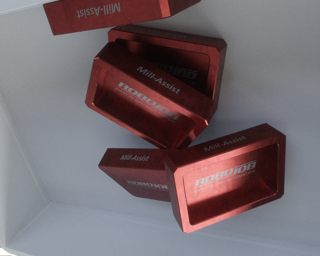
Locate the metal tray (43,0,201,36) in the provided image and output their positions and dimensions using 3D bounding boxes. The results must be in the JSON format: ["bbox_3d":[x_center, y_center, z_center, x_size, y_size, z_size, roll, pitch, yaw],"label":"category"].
[{"bbox_3d":[-0.036,-0.124,0.307,0.130,0.090,0.030,1,119,27],"label":"metal tray"}]

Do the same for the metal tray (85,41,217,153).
[{"bbox_3d":[-0.015,-0.027,0.346,0.130,0.030,0.090,30,145,-2],"label":"metal tray"}]

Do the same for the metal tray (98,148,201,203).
[{"bbox_3d":[-0.008,0.064,0.413,0.130,0.030,0.090,-2,141,40],"label":"metal tray"}]

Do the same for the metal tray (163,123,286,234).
[{"bbox_3d":[0.075,0.055,0.347,0.131,0.030,0.089,-16,118,-13],"label":"metal tray"}]

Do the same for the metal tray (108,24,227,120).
[{"bbox_3d":[0.005,-0.065,0.361,0.130,0.030,0.089,15,125,19],"label":"metal tray"}]
